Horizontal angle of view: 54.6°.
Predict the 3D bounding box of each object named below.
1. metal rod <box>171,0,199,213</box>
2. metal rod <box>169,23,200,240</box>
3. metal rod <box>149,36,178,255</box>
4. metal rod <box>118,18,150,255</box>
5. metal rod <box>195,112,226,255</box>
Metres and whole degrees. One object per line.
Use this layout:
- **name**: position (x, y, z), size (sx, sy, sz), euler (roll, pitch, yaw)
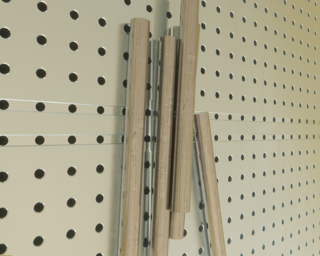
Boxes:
- **metal rod**: position (0.034, -0.041, 0.411), size (0.025, 0.025, 0.299), euler (6, 85, -40)
- **metal rod**: position (0.032, 0.001, 0.434), size (0.025, 0.025, 0.299), euler (8, 85, -40)
- **metal rod**: position (0.005, 0.029, 0.411), size (0.025, 0.025, 0.298), euler (4, 87, -40)
- **metal rod**: position (-0.032, 0.016, 0.381), size (0.025, 0.025, 0.298), euler (5, 87, -40)
- **metal rod**: position (0.080, 0.125, 0.475), size (0.025, 0.025, 0.298), euler (-14, 99, -39)
